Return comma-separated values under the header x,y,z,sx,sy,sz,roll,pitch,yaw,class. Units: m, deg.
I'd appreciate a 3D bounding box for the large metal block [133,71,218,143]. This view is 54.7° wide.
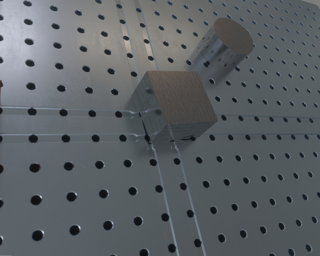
x,y,z,sx,sy,sz,roll,pitch,yaw,class
0.020,-0.030,0.421,0.081,0.050,0.080,-5,64,-31,large metal block

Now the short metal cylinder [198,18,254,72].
x,y,z,sx,sy,sz,roll,pitch,yaw,class
0.115,-0.145,0.542,0.081,0.050,0.080,14,56,-21,short metal cylinder
